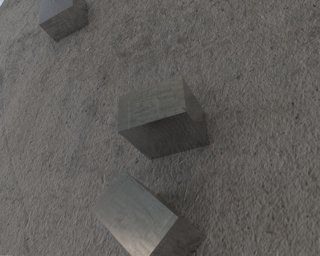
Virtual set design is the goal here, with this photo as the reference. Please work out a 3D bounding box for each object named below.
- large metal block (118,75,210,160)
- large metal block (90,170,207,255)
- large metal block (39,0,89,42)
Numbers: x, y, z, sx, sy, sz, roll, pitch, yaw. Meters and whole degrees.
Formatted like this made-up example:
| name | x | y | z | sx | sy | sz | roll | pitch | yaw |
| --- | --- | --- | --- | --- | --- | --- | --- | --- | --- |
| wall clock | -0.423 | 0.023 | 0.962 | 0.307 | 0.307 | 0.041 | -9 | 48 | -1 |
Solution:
| name | x | y | z | sx | sy | sz | roll | pitch | yaw |
| --- | --- | --- | --- | --- | --- | --- | --- | --- | --- |
| large metal block | 0.006 | -0.008 | 0.371 | 0.080 | 0.080 | 0.050 | -16 | 55 | 19 |
| large metal block | -0.010 | 0.097 | 0.314 | 0.080 | 0.080 | 0.050 | 33 | 80 | 38 |
| large metal block | -0.197 | -0.236 | 0.637 | 0.080 | 0.050 | 0.080 | -23 | 53 | 14 |
